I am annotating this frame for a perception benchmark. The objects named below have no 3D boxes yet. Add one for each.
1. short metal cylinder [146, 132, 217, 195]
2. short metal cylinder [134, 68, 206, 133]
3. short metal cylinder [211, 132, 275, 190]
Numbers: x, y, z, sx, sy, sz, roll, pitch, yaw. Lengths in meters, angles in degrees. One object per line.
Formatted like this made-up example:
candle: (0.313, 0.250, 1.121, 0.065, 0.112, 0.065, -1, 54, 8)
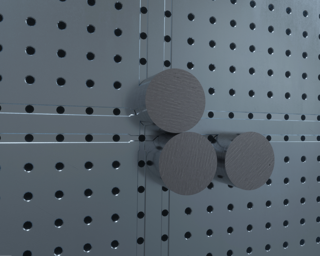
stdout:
short metal cylinder: (0.028, 0.044, 0.411, 0.081, 0.050, 0.079, 0, 90, -20)
short metal cylinder: (0.012, -0.034, 0.405, 0.081, 0.050, 0.079, 0, 90, -20)
short metal cylinder: (0.114, 0.045, 0.443, 0.081, 0.050, 0.079, 0, 90, -21)
